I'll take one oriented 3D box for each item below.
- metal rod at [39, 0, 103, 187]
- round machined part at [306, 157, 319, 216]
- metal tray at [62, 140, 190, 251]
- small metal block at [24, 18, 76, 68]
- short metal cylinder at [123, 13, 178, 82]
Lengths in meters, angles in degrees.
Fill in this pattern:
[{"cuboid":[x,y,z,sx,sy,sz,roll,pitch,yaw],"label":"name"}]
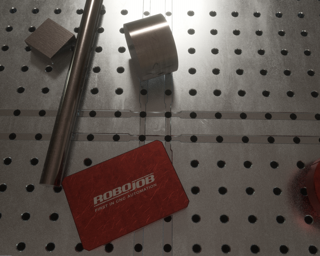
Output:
[{"cuboid":[-0.119,-0.068,0.434,0.025,0.025,0.299,7,70,2],"label":"metal rod"},{"cuboid":[0.227,0.076,0.378,0.099,0.042,0.098,0,70,-1],"label":"round machined part"},{"cuboid":[-0.041,0.080,0.379,0.131,0.030,0.090,-22,72,-8],"label":"metal tray"},{"cuboid":[-0.159,-0.126,0.456,0.050,0.025,0.050,34,73,11],"label":"small metal block"},{"cuboid":[-0.013,-0.109,0.422,0.050,0.080,0.080,-19,71,-7],"label":"short metal cylinder"}]
